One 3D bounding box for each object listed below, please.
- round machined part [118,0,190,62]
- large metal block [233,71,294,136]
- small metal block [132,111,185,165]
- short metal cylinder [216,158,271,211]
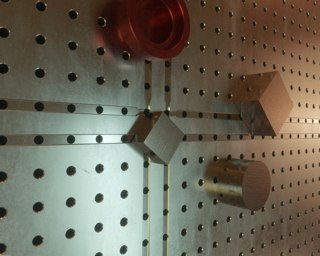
[{"bbox_3d":[-0.011,-0.132,0.388,0.099,0.042,0.097,0,90,-40],"label":"round machined part"},{"bbox_3d":[0.185,-0.042,0.548,0.080,0.050,0.080,-50,120,-28],"label":"large metal block"},{"bbox_3d":[-0.001,0.013,0.408,0.050,0.025,0.050,46,63,-31],"label":"small metal block"},{"bbox_3d":[0.137,0.091,0.508,0.081,0.050,0.079,0,90,-40],"label":"short metal cylinder"}]
